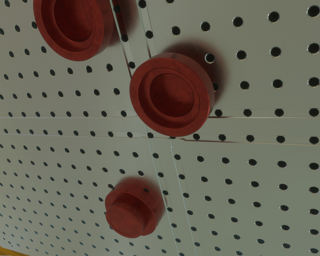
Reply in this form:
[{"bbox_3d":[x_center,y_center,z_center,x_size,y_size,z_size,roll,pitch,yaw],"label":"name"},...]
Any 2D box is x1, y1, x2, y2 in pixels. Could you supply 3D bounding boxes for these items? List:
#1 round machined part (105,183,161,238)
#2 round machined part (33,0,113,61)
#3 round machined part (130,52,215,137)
[{"bbox_3d":[-0.051,0.144,0.517,0.098,0.042,0.097,13,124,21],"label":"round machined part"},{"bbox_3d":[-0.098,-0.133,0.370,0.098,0.042,0.097,13,124,21],"label":"round machined part"},{"bbox_3d":[0.017,-0.041,0.366,0.098,0.042,0.097,13,124,20],"label":"round machined part"}]
